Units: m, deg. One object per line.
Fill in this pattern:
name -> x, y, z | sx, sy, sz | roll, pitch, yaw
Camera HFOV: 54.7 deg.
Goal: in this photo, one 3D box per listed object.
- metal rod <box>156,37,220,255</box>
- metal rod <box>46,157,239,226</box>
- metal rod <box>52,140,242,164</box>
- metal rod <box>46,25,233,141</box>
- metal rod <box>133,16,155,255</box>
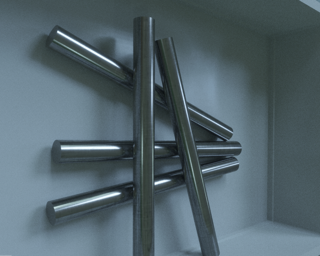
metal rod -> 0.037, 0.035, 0.405 | 0.025, 0.025, 0.298 | -23, 105, -38
metal rod -> 0.004, 0.073, 0.411 | 0.302, 0.025, 0.025 | -7, 95, -40
metal rod -> 0.009, 0.029, 0.414 | 0.302, 0.025, 0.025 | 2, 89, -40
metal rod -> -0.001, -0.042, 0.405 | 0.301, 0.025, 0.025 | 25, 74, -37
metal rod -> -0.019, 0.025, 0.357 | 0.025, 0.025, 0.298 | 0, 90, -40
